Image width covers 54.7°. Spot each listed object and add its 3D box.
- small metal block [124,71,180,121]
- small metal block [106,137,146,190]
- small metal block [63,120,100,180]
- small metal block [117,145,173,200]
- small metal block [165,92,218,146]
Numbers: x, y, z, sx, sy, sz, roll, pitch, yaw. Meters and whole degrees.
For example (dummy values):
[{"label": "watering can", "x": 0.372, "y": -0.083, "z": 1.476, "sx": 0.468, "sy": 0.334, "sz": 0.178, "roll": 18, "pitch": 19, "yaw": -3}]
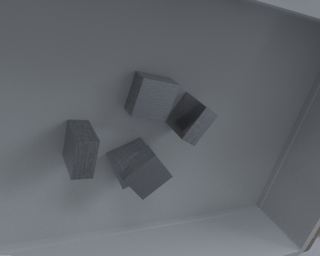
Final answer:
[{"label": "small metal block", "x": -0.010, "y": -0.038, "z": 0.381, "sx": 0.050, "sy": 0.025, "sz": 0.050, "roll": 6, "pitch": 115, "yaw": -32}, {"label": "small metal block", "x": -0.038, "y": 0.048, "z": 0.419, "sx": 0.050, "sy": 0.025, "sz": 0.050, "roll": -25, "pitch": 128, "yaw": -14}, {"label": "small metal block", "x": -0.092, "y": 0.024, "z": 0.358, "sx": 0.025, "sy": 0.050, "sz": 0.050, "roll": 1, "pitch": 118, "yaw": -29}, {"label": "small metal block", "x": -0.019, "y": 0.058, "z": 0.403, "sx": 0.050, "sy": 0.025, "sz": 0.050, "roll": -38, "pitch": 130, "yaw": -3}, {"label": "small metal block", "x": 0.040, "y": -0.013, "z": 0.408, "sx": 0.025, "sy": 0.050, "sz": 0.050, "roll": 30, "pitch": 102, "yaw": -38}]
